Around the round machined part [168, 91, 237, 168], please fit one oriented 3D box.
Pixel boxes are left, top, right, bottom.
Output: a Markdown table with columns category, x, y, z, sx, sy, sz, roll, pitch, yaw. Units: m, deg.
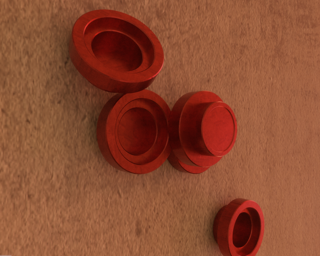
| category | x | y | z | sx | sy | sz | roll | pitch | yaw |
| --- | --- | --- | --- | --- | --- | --- | --- | --- | --- |
| round machined part | 0.061 | 0.001 | 0.392 | 0.099 | 0.042 | 0.097 | 0 | 90 | -40 |

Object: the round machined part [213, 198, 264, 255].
| category | x | y | z | sx | sy | sz | roll | pitch | yaw |
| --- | --- | --- | --- | --- | --- | --- | --- | --- | --- |
| round machined part | 0.123 | 0.162 | 0.501 | 0.099 | 0.042 | 0.097 | 0 | 90 | -40 |

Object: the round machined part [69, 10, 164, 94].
| category | x | y | z | sx | sy | sz | roll | pitch | yaw |
| --- | --- | --- | --- | --- | --- | --- | --- | --- | --- |
| round machined part | -0.049 | -0.077 | 0.336 | 0.099 | 0.042 | 0.098 | 13 | 56 | -20 |

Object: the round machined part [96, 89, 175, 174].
| category | x | y | z | sx | sy | sz | roll | pitch | yaw |
| --- | --- | --- | --- | --- | --- | --- | --- | --- | --- |
| round machined part | -0.032 | 0.004 | 0.369 | 0.099 | 0.042 | 0.097 | 0 | 90 | -40 |

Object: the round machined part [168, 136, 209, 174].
| category | x | y | z | sx | sy | sz | roll | pitch | yaw |
| --- | --- | --- | --- | --- | --- | --- | --- | --- | --- |
| round machined part | 0.055 | 0.017 | 0.443 | 0.099 | 0.042 | 0.097 | 0 | 90 | -40 |
